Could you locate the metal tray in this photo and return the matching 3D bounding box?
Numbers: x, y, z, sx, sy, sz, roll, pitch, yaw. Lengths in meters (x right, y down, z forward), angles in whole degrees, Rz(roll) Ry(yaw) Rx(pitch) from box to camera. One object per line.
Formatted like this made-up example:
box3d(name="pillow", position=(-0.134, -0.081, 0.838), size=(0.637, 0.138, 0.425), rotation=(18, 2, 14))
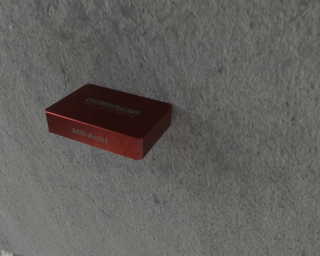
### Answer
box3d(name="metal tray", position=(-0.061, -0.013, 0.387), size=(0.130, 0.090, 0.030), rotation=(16, 125, 19))
